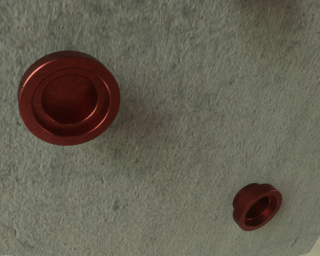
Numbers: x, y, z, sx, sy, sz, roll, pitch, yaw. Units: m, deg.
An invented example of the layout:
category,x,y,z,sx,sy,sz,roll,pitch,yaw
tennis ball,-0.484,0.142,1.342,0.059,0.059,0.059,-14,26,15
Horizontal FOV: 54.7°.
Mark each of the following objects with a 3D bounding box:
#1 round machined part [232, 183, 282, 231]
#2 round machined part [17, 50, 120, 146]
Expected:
category,x,y,z,sx,sy,sz,roll,pitch,yaw
round machined part,0.177,0.144,0.585,0.099,0.042,0.097,-14,125,-21
round machined part,-0.095,-0.033,0.324,0.099,0.042,0.097,-14,125,-21
